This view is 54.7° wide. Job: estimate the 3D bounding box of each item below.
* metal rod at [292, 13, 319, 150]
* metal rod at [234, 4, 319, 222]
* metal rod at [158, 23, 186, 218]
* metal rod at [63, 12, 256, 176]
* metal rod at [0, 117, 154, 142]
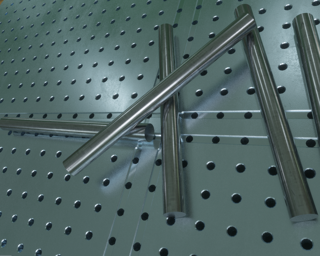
[{"bbox_3d":[0.174,-0.008,0.321,0.025,0.025,0.299,-10,57,23],"label":"metal rod"},{"bbox_3d":[0.127,-0.043,0.367,0.025,0.025,0.299,-16,55,19],"label":"metal rod"},{"bbox_3d":[0.013,-0.031,0.419,0.025,0.025,0.299,-14,56,20],"label":"metal rod"},{"bbox_3d":[-0.001,-0.043,0.400,0.300,0.025,0.025,-39,51,1],"label":"metal rod"},{"bbox_3d":[-0.145,-0.001,0.482,0.300,0.025,0.025,3,63,29],"label":"metal rod"}]
